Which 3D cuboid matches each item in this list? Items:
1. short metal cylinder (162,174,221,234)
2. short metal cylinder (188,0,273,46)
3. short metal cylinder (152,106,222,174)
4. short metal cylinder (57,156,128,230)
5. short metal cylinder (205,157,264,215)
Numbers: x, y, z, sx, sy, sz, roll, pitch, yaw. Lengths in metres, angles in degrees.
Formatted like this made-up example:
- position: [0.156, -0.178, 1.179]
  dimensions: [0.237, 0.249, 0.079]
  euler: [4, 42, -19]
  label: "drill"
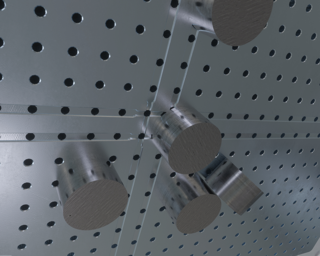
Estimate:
- position: [0.051, 0.122, 0.498]
  dimensions: [0.081, 0.050, 0.079]
  euler: [-14, 124, -21]
  label: "short metal cylinder"
- position: [0.079, -0.139, 0.352]
  dimensions: [0.081, 0.050, 0.079]
  euler: [-14, 124, -21]
  label: "short metal cylinder"
- position: [0.037, 0.016, 0.425]
  dimensions: [0.081, 0.050, 0.079]
  euler: [-14, 124, -21]
  label: "short metal cylinder"
- position: [-0.088, 0.083, 0.399]
  dimensions: [0.081, 0.050, 0.079]
  euler: [-14, 124, -21]
  label: "short metal cylinder"
- position: [0.119, 0.093, 0.498]
  dimensions: [0.050, 0.080, 0.080]
  euler: [-46, 129, 4]
  label: "short metal cylinder"
